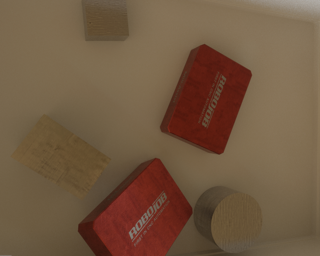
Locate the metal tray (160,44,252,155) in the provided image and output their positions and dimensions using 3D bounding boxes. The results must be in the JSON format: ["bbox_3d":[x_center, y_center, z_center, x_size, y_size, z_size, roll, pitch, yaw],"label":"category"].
[{"bbox_3d":[0.066,-0.038,0.434,0.090,0.030,0.130,25,82,-19],"label":"metal tray"}]

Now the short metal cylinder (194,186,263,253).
[{"bbox_3d":[0.094,0.126,0.434,0.081,0.050,0.079,0,90,-21],"label":"short metal cylinder"}]

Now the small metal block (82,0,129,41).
[{"bbox_3d":[-0.068,-0.137,0.386,0.050,0.025,0.050,-6,92,-20],"label":"small metal block"}]

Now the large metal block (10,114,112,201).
[{"bbox_3d":[-0.109,0.029,0.342,0.080,0.080,0.050,37,78,-17],"label":"large metal block"}]

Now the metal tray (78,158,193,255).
[{"bbox_3d":[-0.021,0.106,0.364,0.090,0.030,0.131,57,41,-8],"label":"metal tray"}]
